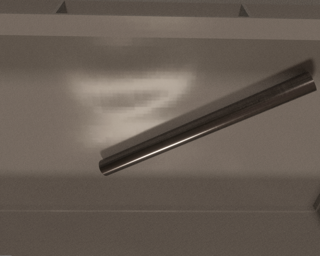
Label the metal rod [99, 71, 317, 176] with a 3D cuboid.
[{"bbox_3d":[0.048,0.002,0.411,0.300,0.025,0.025,-24,127,18],"label":"metal rod"}]
